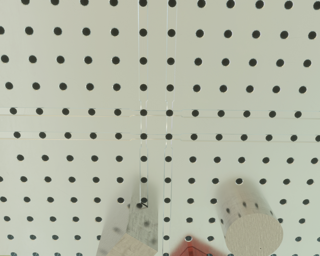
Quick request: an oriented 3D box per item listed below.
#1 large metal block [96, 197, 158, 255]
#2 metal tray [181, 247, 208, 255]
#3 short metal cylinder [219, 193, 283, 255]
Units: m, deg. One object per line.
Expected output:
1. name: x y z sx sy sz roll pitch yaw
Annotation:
1. large metal block: -0.047 0.162 0.443 0.050 0.080 0.080 35 106 -12
2. metal tray: 0.076 0.262 0.507 0.130 0.030 0.090 33 107 -12
3. short metal cylinder: 0.131 0.144 0.454 0.081 0.050 0.079 0 110 0
